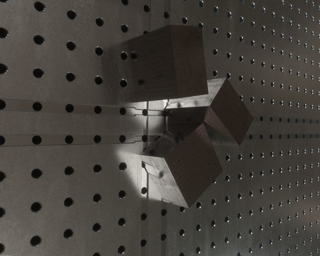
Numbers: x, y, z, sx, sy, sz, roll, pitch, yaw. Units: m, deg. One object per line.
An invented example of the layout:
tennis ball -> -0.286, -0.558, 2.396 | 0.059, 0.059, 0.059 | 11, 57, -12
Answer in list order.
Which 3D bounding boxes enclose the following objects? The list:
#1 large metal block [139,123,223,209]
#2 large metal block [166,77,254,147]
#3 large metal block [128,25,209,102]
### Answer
large metal block -> 0.031, 0.048, 0.421 | 0.080, 0.050, 0.080 | -39, 114, -33
large metal block -> 0.070, -0.020, 0.434 | 0.080, 0.080, 0.050 | 48, 61, -30
large metal block -> 0.009, -0.076, 0.382 | 0.050, 0.080, 0.079 | -12, 98, -40
